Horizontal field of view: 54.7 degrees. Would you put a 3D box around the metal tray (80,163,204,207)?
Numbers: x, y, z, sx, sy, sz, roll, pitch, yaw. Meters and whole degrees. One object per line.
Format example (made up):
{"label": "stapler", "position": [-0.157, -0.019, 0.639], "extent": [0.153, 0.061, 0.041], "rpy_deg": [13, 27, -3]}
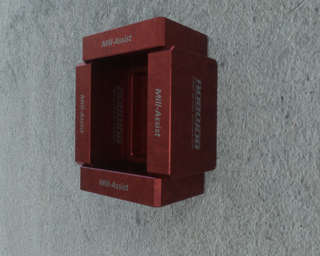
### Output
{"label": "metal tray", "position": [-0.023, 0.063, 0.381], "extent": [0.130, 0.091, 0.030], "rpy_deg": [1, 91, 39]}

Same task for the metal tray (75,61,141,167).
{"label": "metal tray", "position": [-0.067, -0.018, 0.416], "extent": [0.030, 0.091, 0.129], "rpy_deg": [1, 91, 40]}

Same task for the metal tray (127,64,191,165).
{"label": "metal tray", "position": [-0.001, -0.017, 0.402], "extent": [0.090, 0.030, 0.129], "rpy_deg": [1, 91, 39]}

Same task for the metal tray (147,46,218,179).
{"label": "metal tray", "position": [0.027, -0.015, 0.339], "extent": [0.030, 0.091, 0.129], "rpy_deg": [1, 91, 40]}

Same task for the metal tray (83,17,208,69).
{"label": "metal tray", "position": [-0.020, -0.096, 0.378], "extent": [0.130, 0.091, 0.030], "rpy_deg": [1, 91, 39]}
